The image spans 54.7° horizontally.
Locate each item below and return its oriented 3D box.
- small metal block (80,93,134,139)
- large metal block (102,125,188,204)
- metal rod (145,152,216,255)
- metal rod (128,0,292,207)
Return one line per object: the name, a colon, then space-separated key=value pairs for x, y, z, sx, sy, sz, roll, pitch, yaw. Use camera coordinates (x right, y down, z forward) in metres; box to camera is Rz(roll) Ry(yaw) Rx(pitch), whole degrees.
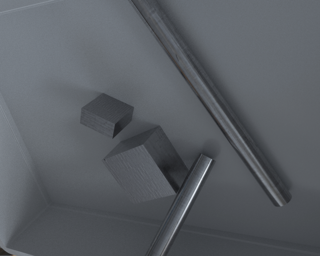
small metal block: x=-0.071 y=-0.017 z=0.417 sx=0.050 sy=0.050 sz=0.025 roll=25 pitch=127 yaw=12
large metal block: x=-0.019 y=0.053 z=0.434 sx=0.080 sy=0.050 sz=0.080 roll=-23 pitch=107 yaw=36
metal rod: x=-0.008 y=0.170 z=0.403 sx=0.025 sy=0.025 sz=0.299 roll=28 pitch=90 yaw=10
metal rod: x=0.062 y=-0.029 z=0.356 sx=0.025 sy=0.025 sz=0.299 roll=-29 pitch=103 yaw=37
